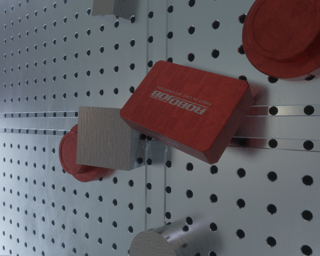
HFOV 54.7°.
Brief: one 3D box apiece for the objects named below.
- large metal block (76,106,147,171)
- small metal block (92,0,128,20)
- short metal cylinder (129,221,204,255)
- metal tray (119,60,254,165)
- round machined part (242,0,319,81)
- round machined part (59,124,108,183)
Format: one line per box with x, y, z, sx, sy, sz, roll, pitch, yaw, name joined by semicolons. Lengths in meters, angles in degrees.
-0.066;0.012;0.433;0.080;0.050;0.079;5;93;20;large metal block
-0.076;-0.194;0.472;0.050;0.025;0.050;14;99;39;small metal block
0.008;0.162;0.387;0.080;0.050;0.080;0;90;40;short metal cylinder
0.027;-0.024;0.354;0.130;0.030;0.090;23;72;37;metal tray
0.124;-0.096;0.296;0.098;0.042;0.097;0;90;40;round machined part
-0.128;0.040;0.504;0.098;0.042;0.097;0;90;40;round machined part
